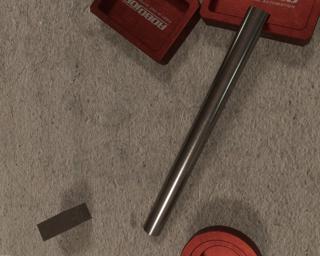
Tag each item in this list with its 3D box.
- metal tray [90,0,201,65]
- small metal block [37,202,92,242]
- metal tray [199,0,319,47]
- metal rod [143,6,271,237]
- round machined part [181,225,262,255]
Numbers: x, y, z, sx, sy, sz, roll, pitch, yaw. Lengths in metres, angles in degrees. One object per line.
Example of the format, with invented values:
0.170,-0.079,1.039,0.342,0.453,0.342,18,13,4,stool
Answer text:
-0.019,-0.157,0.412,0.130,0.030,0.090,40,102,15,metal tray
-0.135,0.133,0.442,0.050,0.050,0.025,-28,81,17,small metal block
0.122,-0.156,0.363,0.130,0.030,0.089,20,96,18,metal tray
0.049,0.004,0.374,0.025,0.025,0.298,29,106,17,metal rod
0.076,0.166,0.373,0.098,0.042,0.097,0,90,19,round machined part
